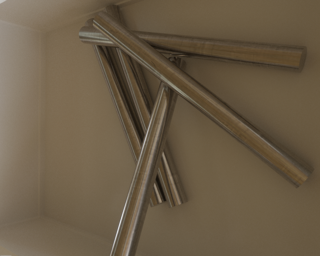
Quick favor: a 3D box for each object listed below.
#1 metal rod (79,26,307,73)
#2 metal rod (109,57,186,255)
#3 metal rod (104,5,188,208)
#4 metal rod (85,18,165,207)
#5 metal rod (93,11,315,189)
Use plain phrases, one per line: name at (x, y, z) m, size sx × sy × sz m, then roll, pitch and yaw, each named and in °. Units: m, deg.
metal rod at (0.014, -0.101, 0.374) m, size 0.300 × 0.025 × 0.025 m, roll 16°, pitch 100°, yaw 32°
metal rod at (-0.017, 0.053, 0.340) m, size 0.025 × 0.025 × 0.299 m, roll -2°, pitch 64°, yaw 39°
metal rod at (-0.025, -0.040, 0.425) m, size 0.025 × 0.025 × 0.299 m, roll -30°, pitch 71°, yaw 35°
metal rod at (-0.054, -0.033, 0.448) m, size 0.025 × 0.025 × 0.299 m, roll -34°, pitch 69°, yaw 34°
metal rod at (0.031, -0.045, 0.344) m, size 0.300 × 0.025 × 0.025 m, roll 41°, pitch 115°, yaw 20°
